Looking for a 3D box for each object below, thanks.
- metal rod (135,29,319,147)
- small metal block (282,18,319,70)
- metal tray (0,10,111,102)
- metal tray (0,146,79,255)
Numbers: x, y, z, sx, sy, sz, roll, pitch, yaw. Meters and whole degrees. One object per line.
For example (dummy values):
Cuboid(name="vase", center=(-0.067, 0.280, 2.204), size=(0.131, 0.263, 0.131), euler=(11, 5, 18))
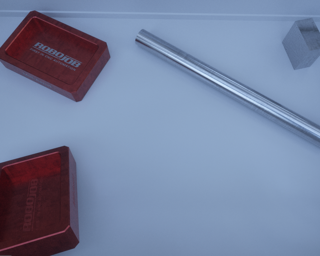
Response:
Cuboid(name="metal rod", center=(0.097, -0.058, 0.432), size=(0.301, 0.025, 0.025), euler=(31, 73, 10))
Cuboid(name="small metal block", center=(0.204, -0.119, 0.442), size=(0.025, 0.050, 0.050), euler=(-13, 71, -5))
Cuboid(name="metal tray", center=(-0.150, -0.104, 0.443), size=(0.130, 0.030, 0.090), euler=(26, 72, 8))
Cuboid(name="metal tray", center=(-0.140, 0.080, 0.340), size=(0.091, 0.030, 0.130), euler=(-15, 38, -6))
